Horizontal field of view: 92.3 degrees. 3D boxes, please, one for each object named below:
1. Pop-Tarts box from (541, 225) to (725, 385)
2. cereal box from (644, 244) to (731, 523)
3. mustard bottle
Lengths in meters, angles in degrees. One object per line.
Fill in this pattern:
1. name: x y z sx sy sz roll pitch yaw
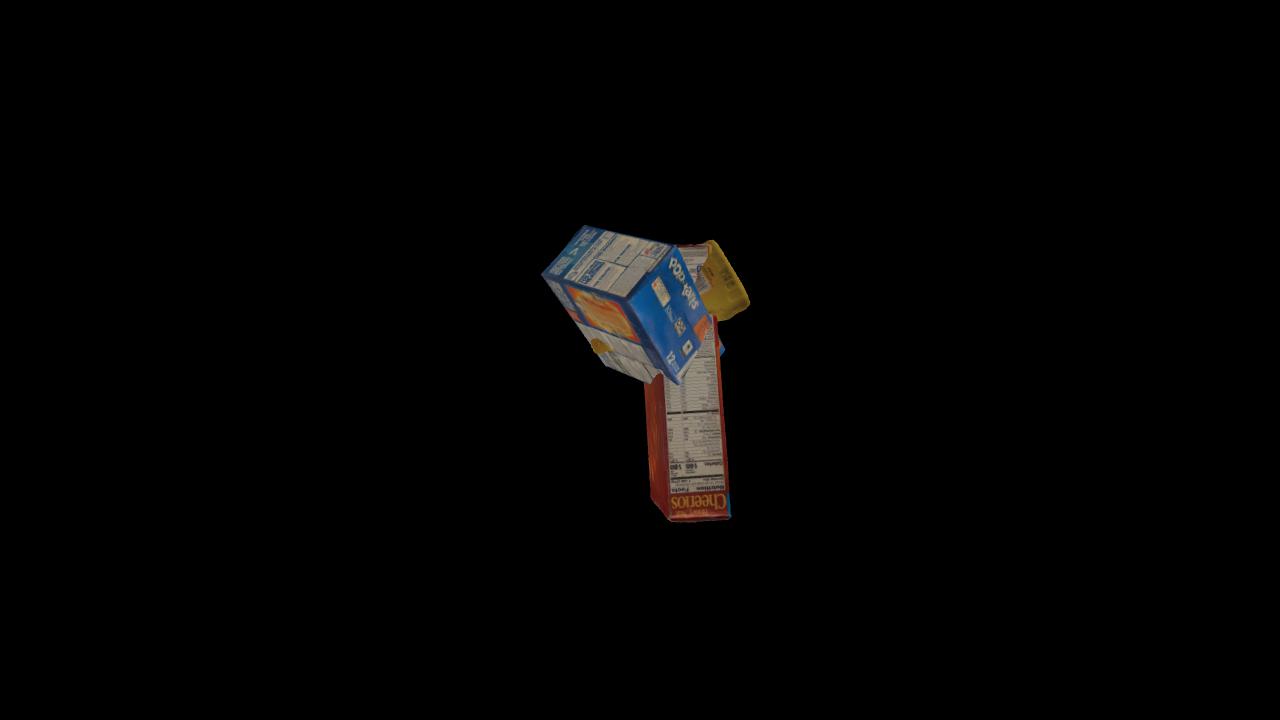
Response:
1. Pop-Tarts box: -0.004 -0.052 0.684 0.141 0.083 0.167 21 -26 41
2. cereal box: 0.048 0.032 0.764 0.081 0.306 0.203 -3 -6 -5
3. mustard bottle: 0.025 -0.057 0.704 0.184 0.092 0.054 -29 -16 6
